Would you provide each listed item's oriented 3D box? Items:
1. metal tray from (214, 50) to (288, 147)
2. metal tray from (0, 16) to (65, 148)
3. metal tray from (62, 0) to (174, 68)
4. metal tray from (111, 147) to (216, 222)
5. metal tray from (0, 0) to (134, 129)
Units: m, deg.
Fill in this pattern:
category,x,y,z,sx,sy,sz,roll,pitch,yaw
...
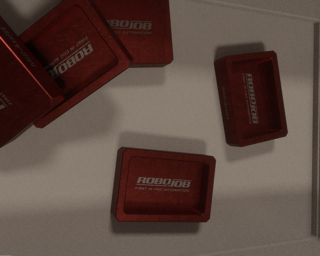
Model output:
category,x,y,z,sx,sy,sz,roll,pitch,yaw
metal tray,0.136,-0.044,0.459,0.091,0.030,0.129,-11,94,-20
metal tray,-0.174,-0.055,0.316,0.090,0.030,0.130,-35,100,16
metal tray,-0.052,-0.123,0.389,0.131,0.030,0.089,-5,92,-20
metal tray,0.006,0.076,0.411,0.131,0.030,0.089,7,88,-20
metal tray,-0.107,-0.071,0.338,0.130,0.030,0.090,-33,103,11
